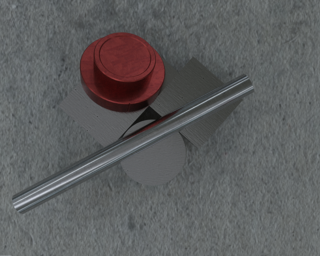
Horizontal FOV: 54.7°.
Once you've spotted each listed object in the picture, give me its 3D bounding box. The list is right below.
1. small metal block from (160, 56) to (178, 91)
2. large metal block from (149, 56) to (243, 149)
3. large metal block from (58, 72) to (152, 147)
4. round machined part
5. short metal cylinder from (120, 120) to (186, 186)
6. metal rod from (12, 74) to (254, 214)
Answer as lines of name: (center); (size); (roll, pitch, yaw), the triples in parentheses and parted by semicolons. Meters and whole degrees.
small metal block: (-0.011, -0.069, 0.410); (0.050, 0.025, 0.050); (43, 90, -1)
large metal block: (0.044, -0.031, 0.399); (0.080, 0.050, 0.080); (41, 90, -1)
large metal block: (-0.066, -0.029, 0.397); (0.080, 0.050, 0.080); (42, 90, -1)
round machined part: (-0.042, -0.071, 0.358); (0.099, 0.042, 0.098); (5, 64, -10)
short metal cylinder: (-0.009, 0.029, 0.398); (0.081, 0.050, 0.079); (0, 90, -1)
metal rod: (-0.030, 0.018, 0.361); (0.301, 0.025, 0.025); (-28, 90, 0)
